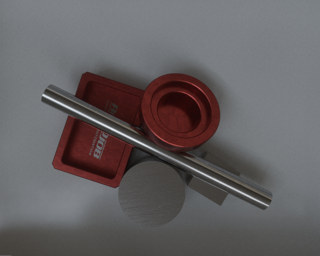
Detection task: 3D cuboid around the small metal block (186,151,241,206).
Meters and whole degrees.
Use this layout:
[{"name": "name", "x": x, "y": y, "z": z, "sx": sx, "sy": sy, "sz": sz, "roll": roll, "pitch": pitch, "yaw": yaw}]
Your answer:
[{"name": "small metal block", "x": 0.070, "y": 0.066, "z": 0.411, "sx": 0.050, "sy": 0.025, "sz": 0.050, "roll": 32, "pitch": 90, "yaw": -1}]

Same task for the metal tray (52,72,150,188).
[{"name": "metal tray", "x": -0.074, "y": 0.002, "z": 0.405, "sx": 0.090, "sy": 0.030, "sz": 0.129, "roll": 19, "pitch": 90, "yaw": -1}]

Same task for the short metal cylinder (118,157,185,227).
[{"name": "short metal cylinder", "x": -0.010, "y": 0.079, "z": 0.397, "sx": 0.081, "sy": 0.050, "sz": 0.079, "roll": 0, "pitch": 90, "yaw": -1}]

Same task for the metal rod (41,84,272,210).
[{"name": "metal rod", "x": -0.001, "y": 0.025, "z": 0.381, "sx": 0.301, "sy": 0.025, "sz": 0.025, "roll": 26, "pitch": 90, "yaw": -3}]

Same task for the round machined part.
[{"name": "round machined part", "x": 0.022, "y": -0.016, "z": 0.389, "sx": 0.099, "sy": 0.042, "sz": 0.098, "roll": 5, "pitch": 67, "yaw": -12}]
